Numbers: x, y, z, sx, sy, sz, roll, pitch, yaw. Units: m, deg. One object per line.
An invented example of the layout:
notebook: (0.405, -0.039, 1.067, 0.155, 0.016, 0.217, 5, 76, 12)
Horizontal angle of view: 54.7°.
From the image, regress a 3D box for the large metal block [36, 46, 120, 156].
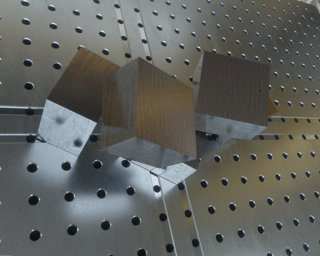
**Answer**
large metal block: (-0.089, -0.028, 0.342, 0.050, 0.080, 0.080, 27, 52, -12)

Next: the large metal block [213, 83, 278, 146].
large metal block: (0.107, -0.031, 0.452, 0.050, 0.080, 0.080, -18, 71, -35)

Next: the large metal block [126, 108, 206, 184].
large metal block: (0.008, 0.012, 0.390, 0.080, 0.050, 0.080, 28, 52, -11)

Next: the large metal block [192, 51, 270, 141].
large metal block: (0.081, -0.037, 0.371, 0.081, 0.050, 0.080, 12, 68, -4)

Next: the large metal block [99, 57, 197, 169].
large metal block: (-0.010, -0.011, 0.311, 0.080, 0.050, 0.080, 23, 57, -41)
